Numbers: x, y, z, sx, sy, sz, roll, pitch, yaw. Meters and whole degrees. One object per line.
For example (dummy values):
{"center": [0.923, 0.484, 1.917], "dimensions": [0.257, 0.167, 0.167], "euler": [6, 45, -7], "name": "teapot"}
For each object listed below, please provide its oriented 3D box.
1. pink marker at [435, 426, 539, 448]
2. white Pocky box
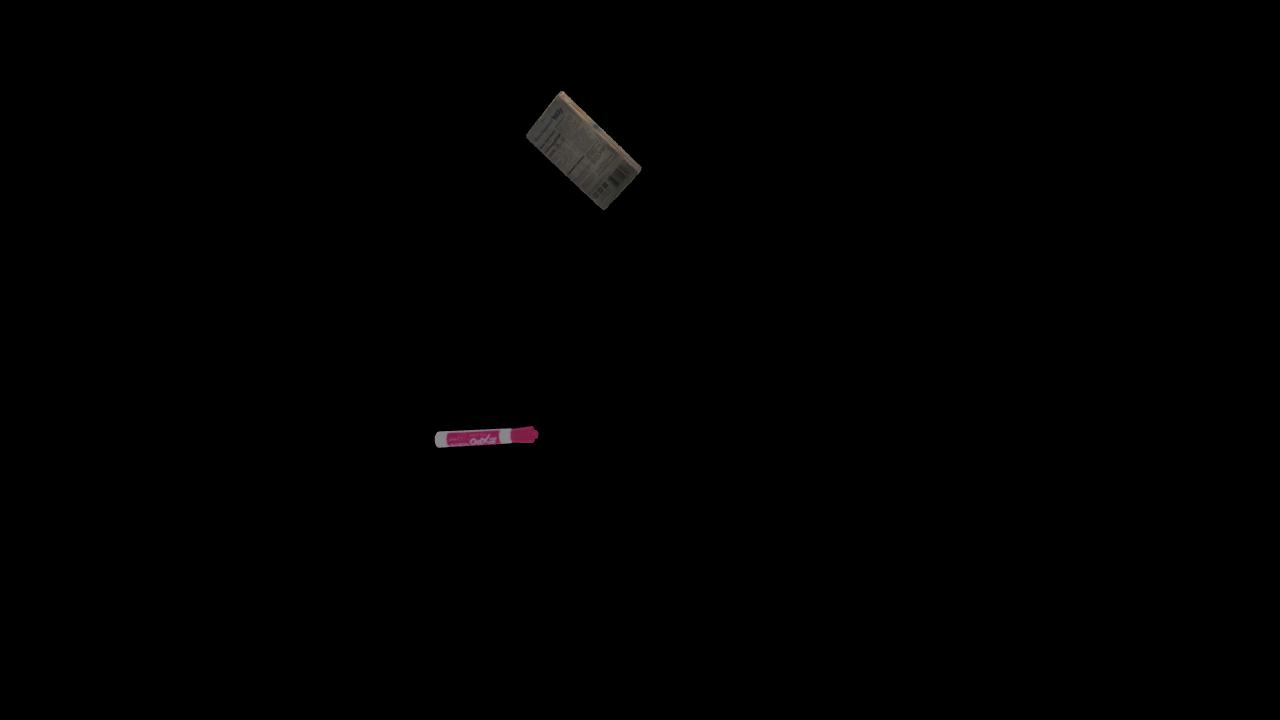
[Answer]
{"center": [-0.172, 0.086, 0.691], "dimensions": [0.121, 0.020, 0.020], "euler": [-4, -1, 13], "name": "pink marker"}
{"center": [-0.081, -0.300, 0.890], "dimensions": [0.084, 0.154, 0.028], "euler": [-39, 19, 33], "name": "white Pocky box"}
